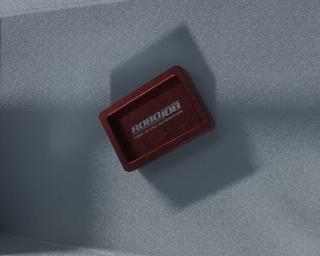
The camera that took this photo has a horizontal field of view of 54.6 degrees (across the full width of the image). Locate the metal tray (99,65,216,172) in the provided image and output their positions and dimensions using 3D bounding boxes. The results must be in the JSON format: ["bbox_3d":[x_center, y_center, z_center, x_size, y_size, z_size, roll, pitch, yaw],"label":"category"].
[{"bbox_3d":[-0.006,-0.010,0.407,0.130,0.030,0.090,-30,81,17],"label":"metal tray"}]
